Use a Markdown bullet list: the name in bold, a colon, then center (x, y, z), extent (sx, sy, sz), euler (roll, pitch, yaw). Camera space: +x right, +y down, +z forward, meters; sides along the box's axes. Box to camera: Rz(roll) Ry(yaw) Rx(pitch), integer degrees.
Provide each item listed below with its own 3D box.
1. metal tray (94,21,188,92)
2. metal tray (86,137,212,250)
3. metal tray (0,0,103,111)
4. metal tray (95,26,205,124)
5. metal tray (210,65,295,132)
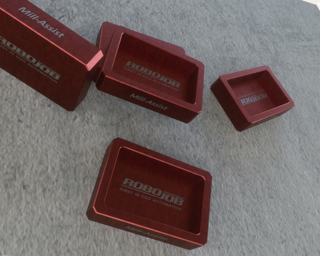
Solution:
- **metal tray**: center (-0.026, -0.092, 0.444), extent (0.131, 0.030, 0.090), euler (13, 56, -22)
- **metal tray**: center (-0.006, 0.075, 0.352), extent (0.131, 0.030, 0.090), euler (22, 53, -15)
- **metal tray**: center (-0.136, -0.084, 0.340), extent (0.130, 0.090, 0.030), euler (34, 51, -7)
- **metal tray**: center (-0.008, -0.068, 0.400), extent (0.131, 0.030, 0.090), euler (20, 54, -17)
- **metal tray**: center (0.157, -0.053, 0.520), extent (0.131, 0.030, 0.090), euler (-18, 71, -35)
